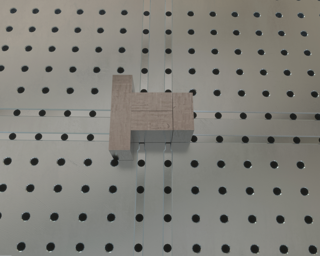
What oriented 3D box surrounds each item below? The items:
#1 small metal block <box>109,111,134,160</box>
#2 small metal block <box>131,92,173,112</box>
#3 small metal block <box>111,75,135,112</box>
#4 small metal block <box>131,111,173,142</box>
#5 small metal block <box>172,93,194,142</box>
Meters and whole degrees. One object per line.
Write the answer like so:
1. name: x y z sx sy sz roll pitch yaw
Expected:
1. small metal block: -0.048 0.011 0.393 0.025 0.050 0.050 0 70 0
2. small metal block: -0.010 -0.024 0.406 0.050 0.050 0.025 0 70 -1
3. small metal block: -0.048 -0.036 0.410 0.025 0.050 0.050 0 70 0
4. small metal block: -0.010 -0.001 0.398 0.050 0.050 0.025 0 70 -1
5. small metal block: 0.028 -0.013 0.403 0.025 0.050 0.050 0 70 0
